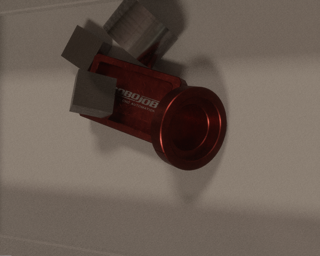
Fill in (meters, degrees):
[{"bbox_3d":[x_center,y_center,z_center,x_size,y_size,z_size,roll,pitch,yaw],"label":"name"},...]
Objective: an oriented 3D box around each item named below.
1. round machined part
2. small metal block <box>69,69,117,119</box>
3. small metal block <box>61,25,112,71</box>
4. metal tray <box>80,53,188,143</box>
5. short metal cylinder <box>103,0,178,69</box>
[{"bbox_3d":[0.030,-0.002,0.371,0.042,0.099,0.097,17,97,55],"label":"round machined part"},{"bbox_3d":[-0.087,-0.043,0.403,0.050,0.025,0.050,12,68,-21],"label":"small metal block"},{"bbox_3d":[-0.106,-0.111,0.446,0.050,0.025,0.050,35,101,16],"label":"small metal block"},{"bbox_3d":[-0.039,-0.040,0.420,0.130,0.030,0.089,20,96,18],"label":"metal tray"},{"bbox_3d":[-0.024,-0.120,0.389,0.080,0.080,0.050,46,104,14],"label":"short metal cylinder"}]
